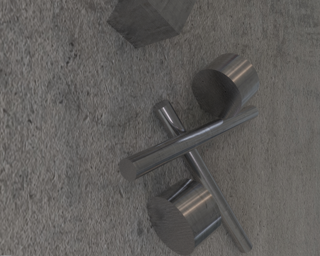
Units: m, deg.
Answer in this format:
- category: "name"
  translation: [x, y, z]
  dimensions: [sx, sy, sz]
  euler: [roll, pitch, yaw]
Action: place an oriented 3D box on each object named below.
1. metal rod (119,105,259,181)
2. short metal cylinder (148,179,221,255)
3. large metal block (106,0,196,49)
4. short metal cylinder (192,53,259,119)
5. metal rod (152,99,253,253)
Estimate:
- category: "metal rod"
  translation: [0.063, 0.008, 0.428]
  dimensions: [0.302, 0.025, 0.025]
  euler: [-20, 103, -47]
- category: "short metal cylinder"
  translation: [0.030, 0.112, 0.394]
  dimensions: [0.050, 0.080, 0.080]
  euler: [-26, 106, -37]
- category: "large metal block"
  translation: [-0.005, -0.148, 0.364]
  dimensions: [0.050, 0.080, 0.080]
  euler: [38, 67, -34]
- category: "short metal cylinder"
  translation: [0.094, -0.061, 0.448]
  dimensions: [0.050, 0.080, 0.080]
  euler: [-42, 116, -32]
- category: "metal rod"
  translation: [0.073, 0.086, 0.466]
  dimensions: [0.025, 0.025, 0.299]
  euler: [-47, 118, -30]
